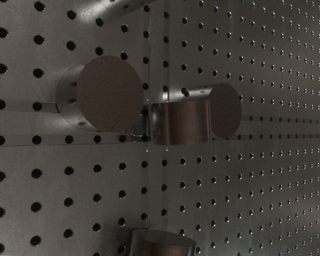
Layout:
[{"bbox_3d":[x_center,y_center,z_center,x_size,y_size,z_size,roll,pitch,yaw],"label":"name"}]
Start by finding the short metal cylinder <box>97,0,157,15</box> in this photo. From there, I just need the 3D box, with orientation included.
[{"bbox_3d":[-0.038,-0.180,0.362,0.081,0.050,0.079,0,90,-40],"label":"short metal cylinder"}]

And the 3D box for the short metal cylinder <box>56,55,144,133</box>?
[{"bbox_3d":[-0.065,-0.035,0.340,0.081,0.050,0.079,0,90,-40],"label":"short metal cylinder"}]

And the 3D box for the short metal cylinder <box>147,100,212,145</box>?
[{"bbox_3d":[0.025,-0.008,0.397,0.081,0.080,0.050,-7,95,-40],"label":"short metal cylinder"}]

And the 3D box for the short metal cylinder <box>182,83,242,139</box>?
[{"bbox_3d":[0.076,-0.025,0.459,0.081,0.050,0.079,0,90,-40],"label":"short metal cylinder"}]

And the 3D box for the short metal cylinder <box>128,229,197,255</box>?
[{"bbox_3d":[0.001,0.158,0.377,0.081,0.080,0.050,17,80,-39],"label":"short metal cylinder"}]
